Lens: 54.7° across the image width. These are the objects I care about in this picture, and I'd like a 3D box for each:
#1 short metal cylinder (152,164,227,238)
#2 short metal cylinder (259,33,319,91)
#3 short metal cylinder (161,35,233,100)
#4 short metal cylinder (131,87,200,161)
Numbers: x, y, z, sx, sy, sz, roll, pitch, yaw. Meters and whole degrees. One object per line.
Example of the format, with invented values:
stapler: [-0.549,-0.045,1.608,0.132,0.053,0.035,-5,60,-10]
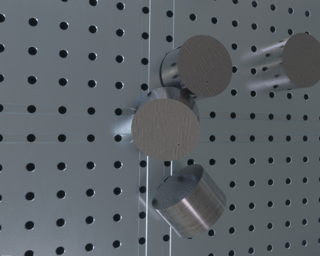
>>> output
short metal cylinder: [0.037,0.092,0.397,0.080,0.080,0.050,-42,104,-15]
short metal cylinder: [0.201,-0.099,0.473,0.081,0.050,0.079,0,90,-20]
short metal cylinder: [0.049,-0.077,0.414,0.081,0.050,0.080,1,87,-22]
short metal cylinder: [0.009,-0.006,0.383,0.080,0.050,0.079,2,113,5]
